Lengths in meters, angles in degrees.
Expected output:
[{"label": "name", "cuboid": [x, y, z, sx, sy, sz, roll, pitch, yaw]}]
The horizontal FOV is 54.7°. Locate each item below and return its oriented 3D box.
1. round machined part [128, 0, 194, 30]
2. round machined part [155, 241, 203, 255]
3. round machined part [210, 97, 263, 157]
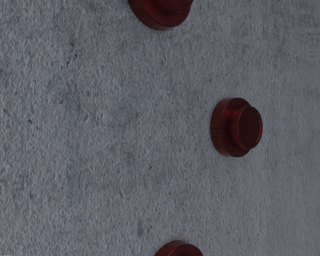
[{"label": "round machined part", "cuboid": [0.007, -0.180, 0.399, 0.099, 0.042, 0.097, 0, 90, -40]}, {"label": "round machined part", "cuboid": [0.030, 0.208, 0.419, 0.099, 0.042, 0.097, 0, 90, -40]}, {"label": "round machined part", "cuboid": [0.130, -0.001, 0.502, 0.099, 0.042, 0.097, 0, 90, -40]}]
